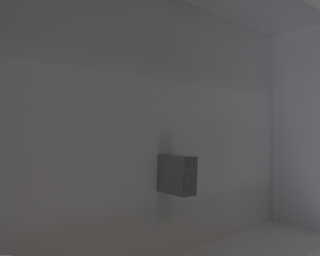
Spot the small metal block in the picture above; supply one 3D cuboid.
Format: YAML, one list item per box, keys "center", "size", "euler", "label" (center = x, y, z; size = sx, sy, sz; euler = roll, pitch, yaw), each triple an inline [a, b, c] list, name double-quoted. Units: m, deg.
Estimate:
- center: [0.022, 0.061, 0.408]
  size: [0.025, 0.050, 0.050]
  euler: [3, 88, -40]
  label: "small metal block"
